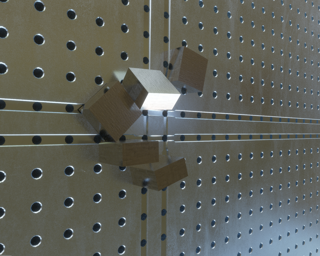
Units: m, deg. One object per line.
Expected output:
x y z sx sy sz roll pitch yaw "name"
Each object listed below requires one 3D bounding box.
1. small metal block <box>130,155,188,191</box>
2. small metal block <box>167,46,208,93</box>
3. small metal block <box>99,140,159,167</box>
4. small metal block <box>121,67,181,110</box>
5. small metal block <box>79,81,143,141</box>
-0.002 0.055 0.394 0.050 0.050 0.025 -19 103 -39 "small metal block"
0.039 -0.082 0.444 0.050 0.025 0.050 18 79 -39 "small metal block"
-0.037 0.028 0.364 0.050 0.050 0.025 -2 92 -40 "small metal block"
-0.011 -0.048 0.383 0.050 0.050 0.025 -3 135 -41 "small metal block"
-0.056 -0.019 0.362 0.050 0.025 0.050 -50 119 -27 "small metal block"
